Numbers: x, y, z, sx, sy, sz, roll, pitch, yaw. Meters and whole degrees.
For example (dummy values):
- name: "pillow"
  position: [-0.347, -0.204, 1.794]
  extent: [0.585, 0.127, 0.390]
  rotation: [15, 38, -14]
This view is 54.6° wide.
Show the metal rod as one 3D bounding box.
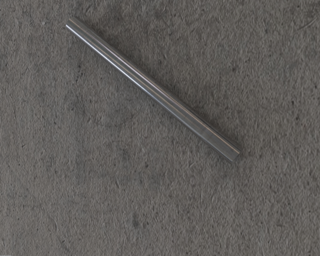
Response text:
- name: "metal rod"
  position: [-0.017, -0.059, 0.415]
  extent: [0.300, 0.025, 0.025]
  rotation: [40, 103, 15]
